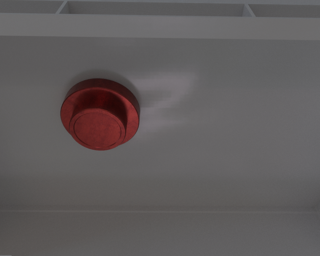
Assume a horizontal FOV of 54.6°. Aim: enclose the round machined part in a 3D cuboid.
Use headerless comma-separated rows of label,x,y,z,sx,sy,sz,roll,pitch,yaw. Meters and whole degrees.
round machined part,-0.075,-0.009,0.389,0.099,0.042,0.097,0,130,0
